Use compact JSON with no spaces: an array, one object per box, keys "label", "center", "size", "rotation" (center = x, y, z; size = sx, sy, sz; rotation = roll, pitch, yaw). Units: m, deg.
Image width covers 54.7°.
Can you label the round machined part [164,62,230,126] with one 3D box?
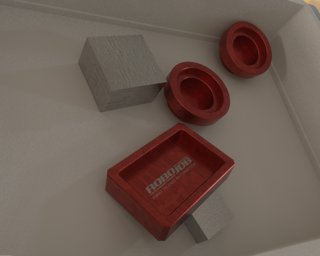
[{"label":"round machined part","center":[0.049,-0.045,0.451],"size":[0.099,0.042,0.098],"rotation":[14,56,-21]}]

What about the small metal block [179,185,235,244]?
[{"label":"small metal block","center":[0.053,0.102,0.374],"size":[0.050,0.025,0.050],"rotation":[-25,75,-37]}]

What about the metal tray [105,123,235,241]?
[{"label":"metal tray","center":[0.014,0.054,0.359],"size":[0.090,0.030,0.131],"rotation":[38,48,23]}]

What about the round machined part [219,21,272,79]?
[{"label":"round machined part","center":[0.145,-0.133,0.546],"size":[0.099,0.042,0.098],"rotation":[6,75,-24]}]

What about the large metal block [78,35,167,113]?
[{"label":"large metal block","center":[-0.051,-0.074,0.409],"size":[0.081,0.050,0.080],"rotation":[-15,70,-34]}]
